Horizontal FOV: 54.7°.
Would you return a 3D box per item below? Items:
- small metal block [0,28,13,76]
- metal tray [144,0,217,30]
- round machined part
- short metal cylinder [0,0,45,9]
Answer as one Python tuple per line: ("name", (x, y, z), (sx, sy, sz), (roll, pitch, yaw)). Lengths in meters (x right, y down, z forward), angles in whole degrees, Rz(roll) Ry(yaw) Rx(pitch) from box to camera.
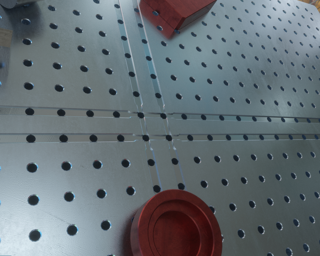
("small metal block", (-0.193, -0.087, 0.342), (0.050, 0.050, 0.025), (7, 59, -25))
("metal tray", (0.040, -0.243, 0.577), (0.090, 0.030, 0.131), (45, 51, 2))
("round machined part", (0.014, 0.119, 0.334), (0.099, 0.042, 0.098), (14, 56, -21))
("short metal cylinder", (-0.184, -0.200, 0.396), (0.080, 0.080, 0.050), (49, 51, 5))
